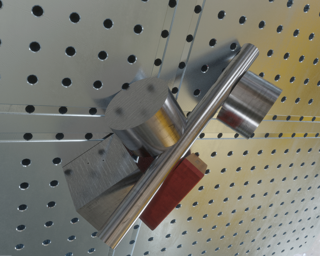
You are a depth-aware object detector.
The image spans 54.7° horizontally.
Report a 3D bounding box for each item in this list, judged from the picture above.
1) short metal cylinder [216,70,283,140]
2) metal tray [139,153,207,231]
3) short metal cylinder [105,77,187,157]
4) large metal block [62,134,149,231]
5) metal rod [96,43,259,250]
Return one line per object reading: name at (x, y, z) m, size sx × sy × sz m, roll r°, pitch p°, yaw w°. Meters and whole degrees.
short metal cylinder at (0.120, -0.031, 0.418) m, size 0.080 × 0.050 × 0.080 m, roll -51°, pitch 166°, yaw -17°
metal tray at (0.021, 0.079, 0.419) m, size 0.090 × 0.030 × 0.130 m, roll -48°, pitch 171°, yaw 6°
short metal cylinder at (-0.016, -0.013, 0.360) m, size 0.080 × 0.080 × 0.050 m, roll -37°, pitch 130°, yaw -4°
large metal block at (-0.064, 0.064, 0.381) m, size 0.080 × 0.080 × 0.050 m, roll -34°, pitch 129°, yaw -6°
metal rod at (0.033, 0.006, 0.365) m, size 0.301 × 0.025 × 0.025 m, roll -51°, pitch 132°, yaw -20°
